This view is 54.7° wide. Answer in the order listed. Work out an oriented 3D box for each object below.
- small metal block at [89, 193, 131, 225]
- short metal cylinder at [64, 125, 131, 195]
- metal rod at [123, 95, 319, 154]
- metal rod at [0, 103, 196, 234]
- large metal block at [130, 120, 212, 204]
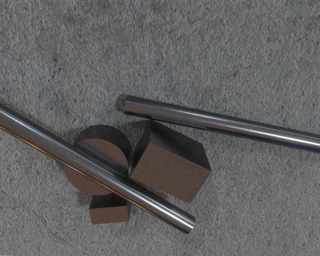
[{"bbox_3d":[-0.068,0.107,0.435,0.050,0.050,0.025,-5,110,1],"label":"small metal block"},{"bbox_3d":[-0.080,0.041,0.411,0.081,0.050,0.079,0,110,-1],"label":"short metal cylinder"},{"bbox_3d":[0.103,-0.001,0.411,0.302,0.025,0.025,11,110,-5],"label":"metal rod"},{"bbox_3d":[-0.085,0.047,0.372,0.301,0.025,0.025,33,107,-12],"label":"metal rod"},{"bbox_3d":[0.012,0.040,0.395,0.080,0.080,0.050,26,108,-10],"label":"large metal block"}]
